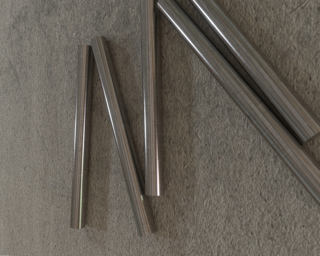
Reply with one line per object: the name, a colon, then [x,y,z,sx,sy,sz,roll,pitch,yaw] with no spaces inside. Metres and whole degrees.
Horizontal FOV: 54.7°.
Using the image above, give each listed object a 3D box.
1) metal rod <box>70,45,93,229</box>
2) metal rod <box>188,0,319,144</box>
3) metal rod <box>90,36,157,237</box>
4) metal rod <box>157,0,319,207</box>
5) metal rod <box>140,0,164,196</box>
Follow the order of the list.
metal rod: [-0.129,0.016,0.511,0.025,0.025,0.298,6,94,40]
metal rod: [0.073,-0.111,0.344,0.025,0.025,0.299,-45,63,31]
metal rod: [-0.056,0.003,0.451,0.025,0.025,0.299,-26,74,37]
metal rod: [0.082,-0.047,0.337,0.025,0.025,0.299,-48,62,29]
metal rod: [-0.011,-0.062,0.414,0.025,0.025,0.298,-3,88,40]
